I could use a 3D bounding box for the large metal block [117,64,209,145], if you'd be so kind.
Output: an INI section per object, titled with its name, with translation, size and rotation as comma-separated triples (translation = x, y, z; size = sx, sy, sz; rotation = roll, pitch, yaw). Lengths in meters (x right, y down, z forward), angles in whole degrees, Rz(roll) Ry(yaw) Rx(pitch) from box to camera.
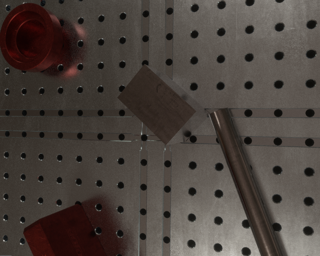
[large metal block]
translation = 0.008, -0.027, 0.380
size = 0.080, 0.080, 0.050
rotation = 44, 104, 14

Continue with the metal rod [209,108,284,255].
[metal rod]
translation = 0.122, 0.119, 0.369
size = 0.025, 0.025, 0.299
rotation = -21, 83, 18

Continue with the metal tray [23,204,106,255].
[metal tray]
translation = -0.116, 0.176, 0.417
size = 0.030, 0.090, 0.130
rotation = -33, 80, 17

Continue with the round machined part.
[round machined part]
translation = -0.188, -0.133, 0.468
size = 0.098, 0.042, 0.097
rotation = 0, 90, 19
